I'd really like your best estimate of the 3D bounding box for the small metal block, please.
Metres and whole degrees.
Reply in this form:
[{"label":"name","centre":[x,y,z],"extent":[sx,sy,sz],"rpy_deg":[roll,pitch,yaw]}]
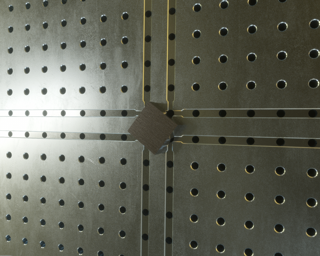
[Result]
[{"label":"small metal block","centre":[-0.006,0.000,0.415],"extent":[0.050,0.025,0.050],"rpy_deg":[40,103,15]}]
